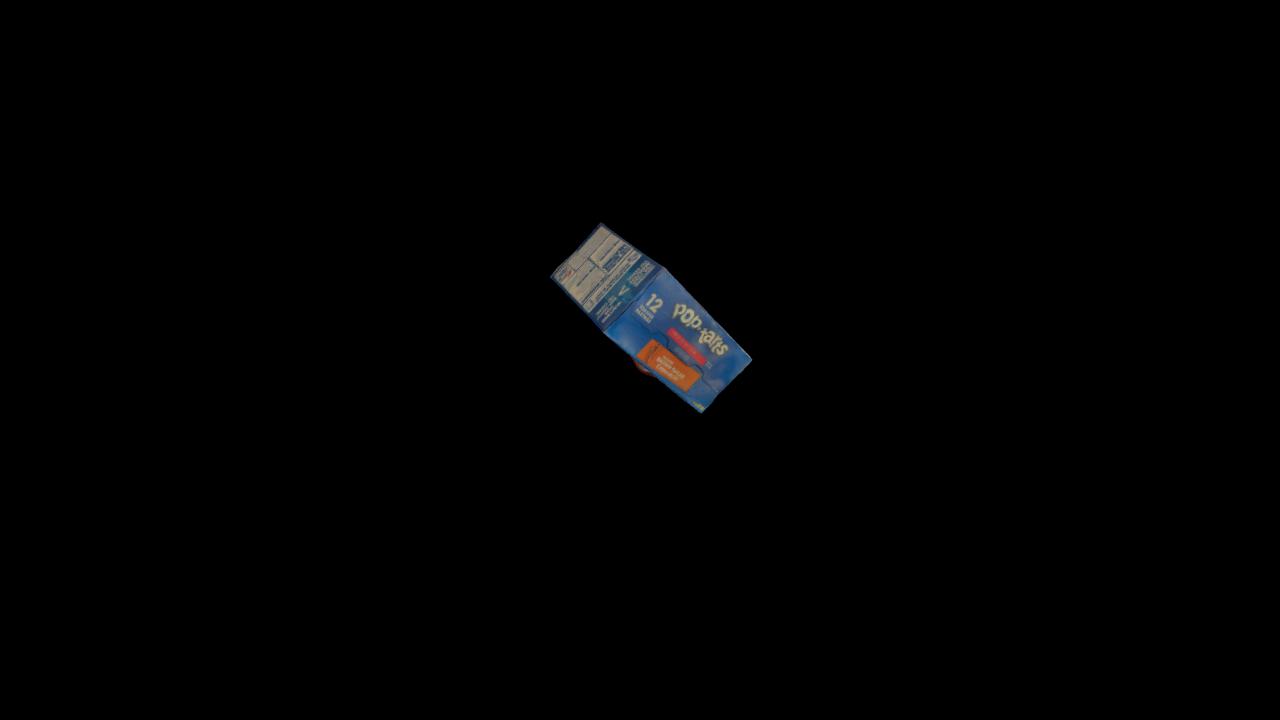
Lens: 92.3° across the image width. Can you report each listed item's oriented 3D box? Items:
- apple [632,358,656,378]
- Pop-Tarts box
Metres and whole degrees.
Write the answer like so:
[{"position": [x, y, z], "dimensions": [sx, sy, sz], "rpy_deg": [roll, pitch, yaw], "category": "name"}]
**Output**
[{"position": [0.028, -0.018, 0.715], "dimensions": [0.079, 0.079, 0.093], "rpy_deg": [0, 13, 16], "category": "apple"}, {"position": [0.011, -0.043, 0.639], "dimensions": [0.167, 0.083, 0.141], "rpy_deg": [39, 3, -41], "category": "Pop-Tarts box"}]
